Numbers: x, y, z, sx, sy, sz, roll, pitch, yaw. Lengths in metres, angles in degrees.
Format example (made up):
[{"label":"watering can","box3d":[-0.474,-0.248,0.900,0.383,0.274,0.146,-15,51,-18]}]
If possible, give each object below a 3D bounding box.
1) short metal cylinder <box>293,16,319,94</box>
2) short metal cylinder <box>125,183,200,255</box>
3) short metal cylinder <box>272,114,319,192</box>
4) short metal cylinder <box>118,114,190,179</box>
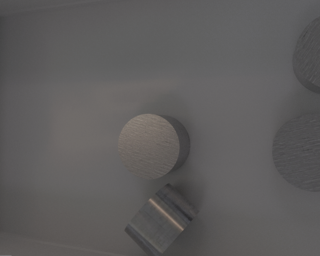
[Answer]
[{"label":"short metal cylinder","box3d":[0.187,-0.077,0.331,0.080,0.050,0.080,0,90,20]},{"label":"short metal cylinder","box3d":[0.003,0.115,0.380,0.050,0.080,0.080,42,103,15]},{"label":"short metal cylinder","box3d":[0.166,0.025,0.339,0.080,0.050,0.080,0,90,20]},{"label":"short metal cylinder","box3d":[-0.006,0.022,0.399,0.080,0.050,0.080,0,90,20]}]
